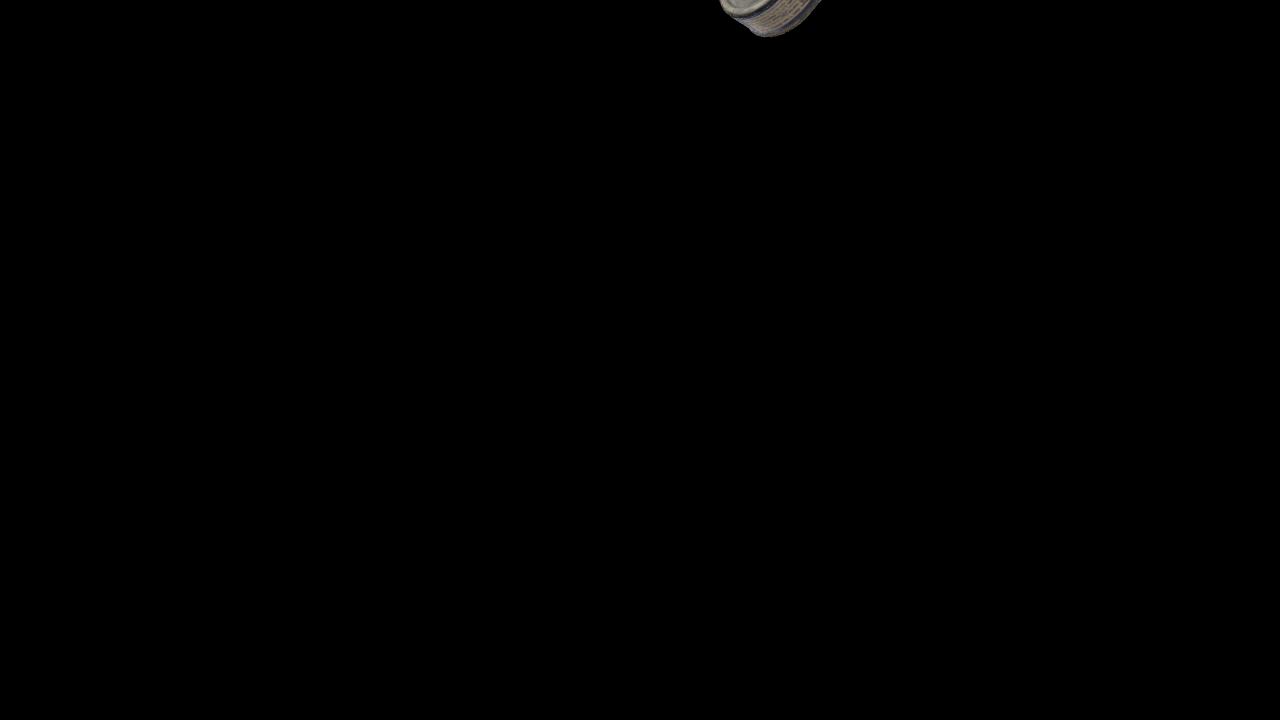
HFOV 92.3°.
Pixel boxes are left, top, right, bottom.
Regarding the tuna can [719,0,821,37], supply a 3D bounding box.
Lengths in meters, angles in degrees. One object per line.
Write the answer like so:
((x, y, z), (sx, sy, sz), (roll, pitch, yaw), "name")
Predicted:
((0.093, -0.273, 0.425), (0.034, 0.084, 0.084), (7, -5, -39), "tuna can")
